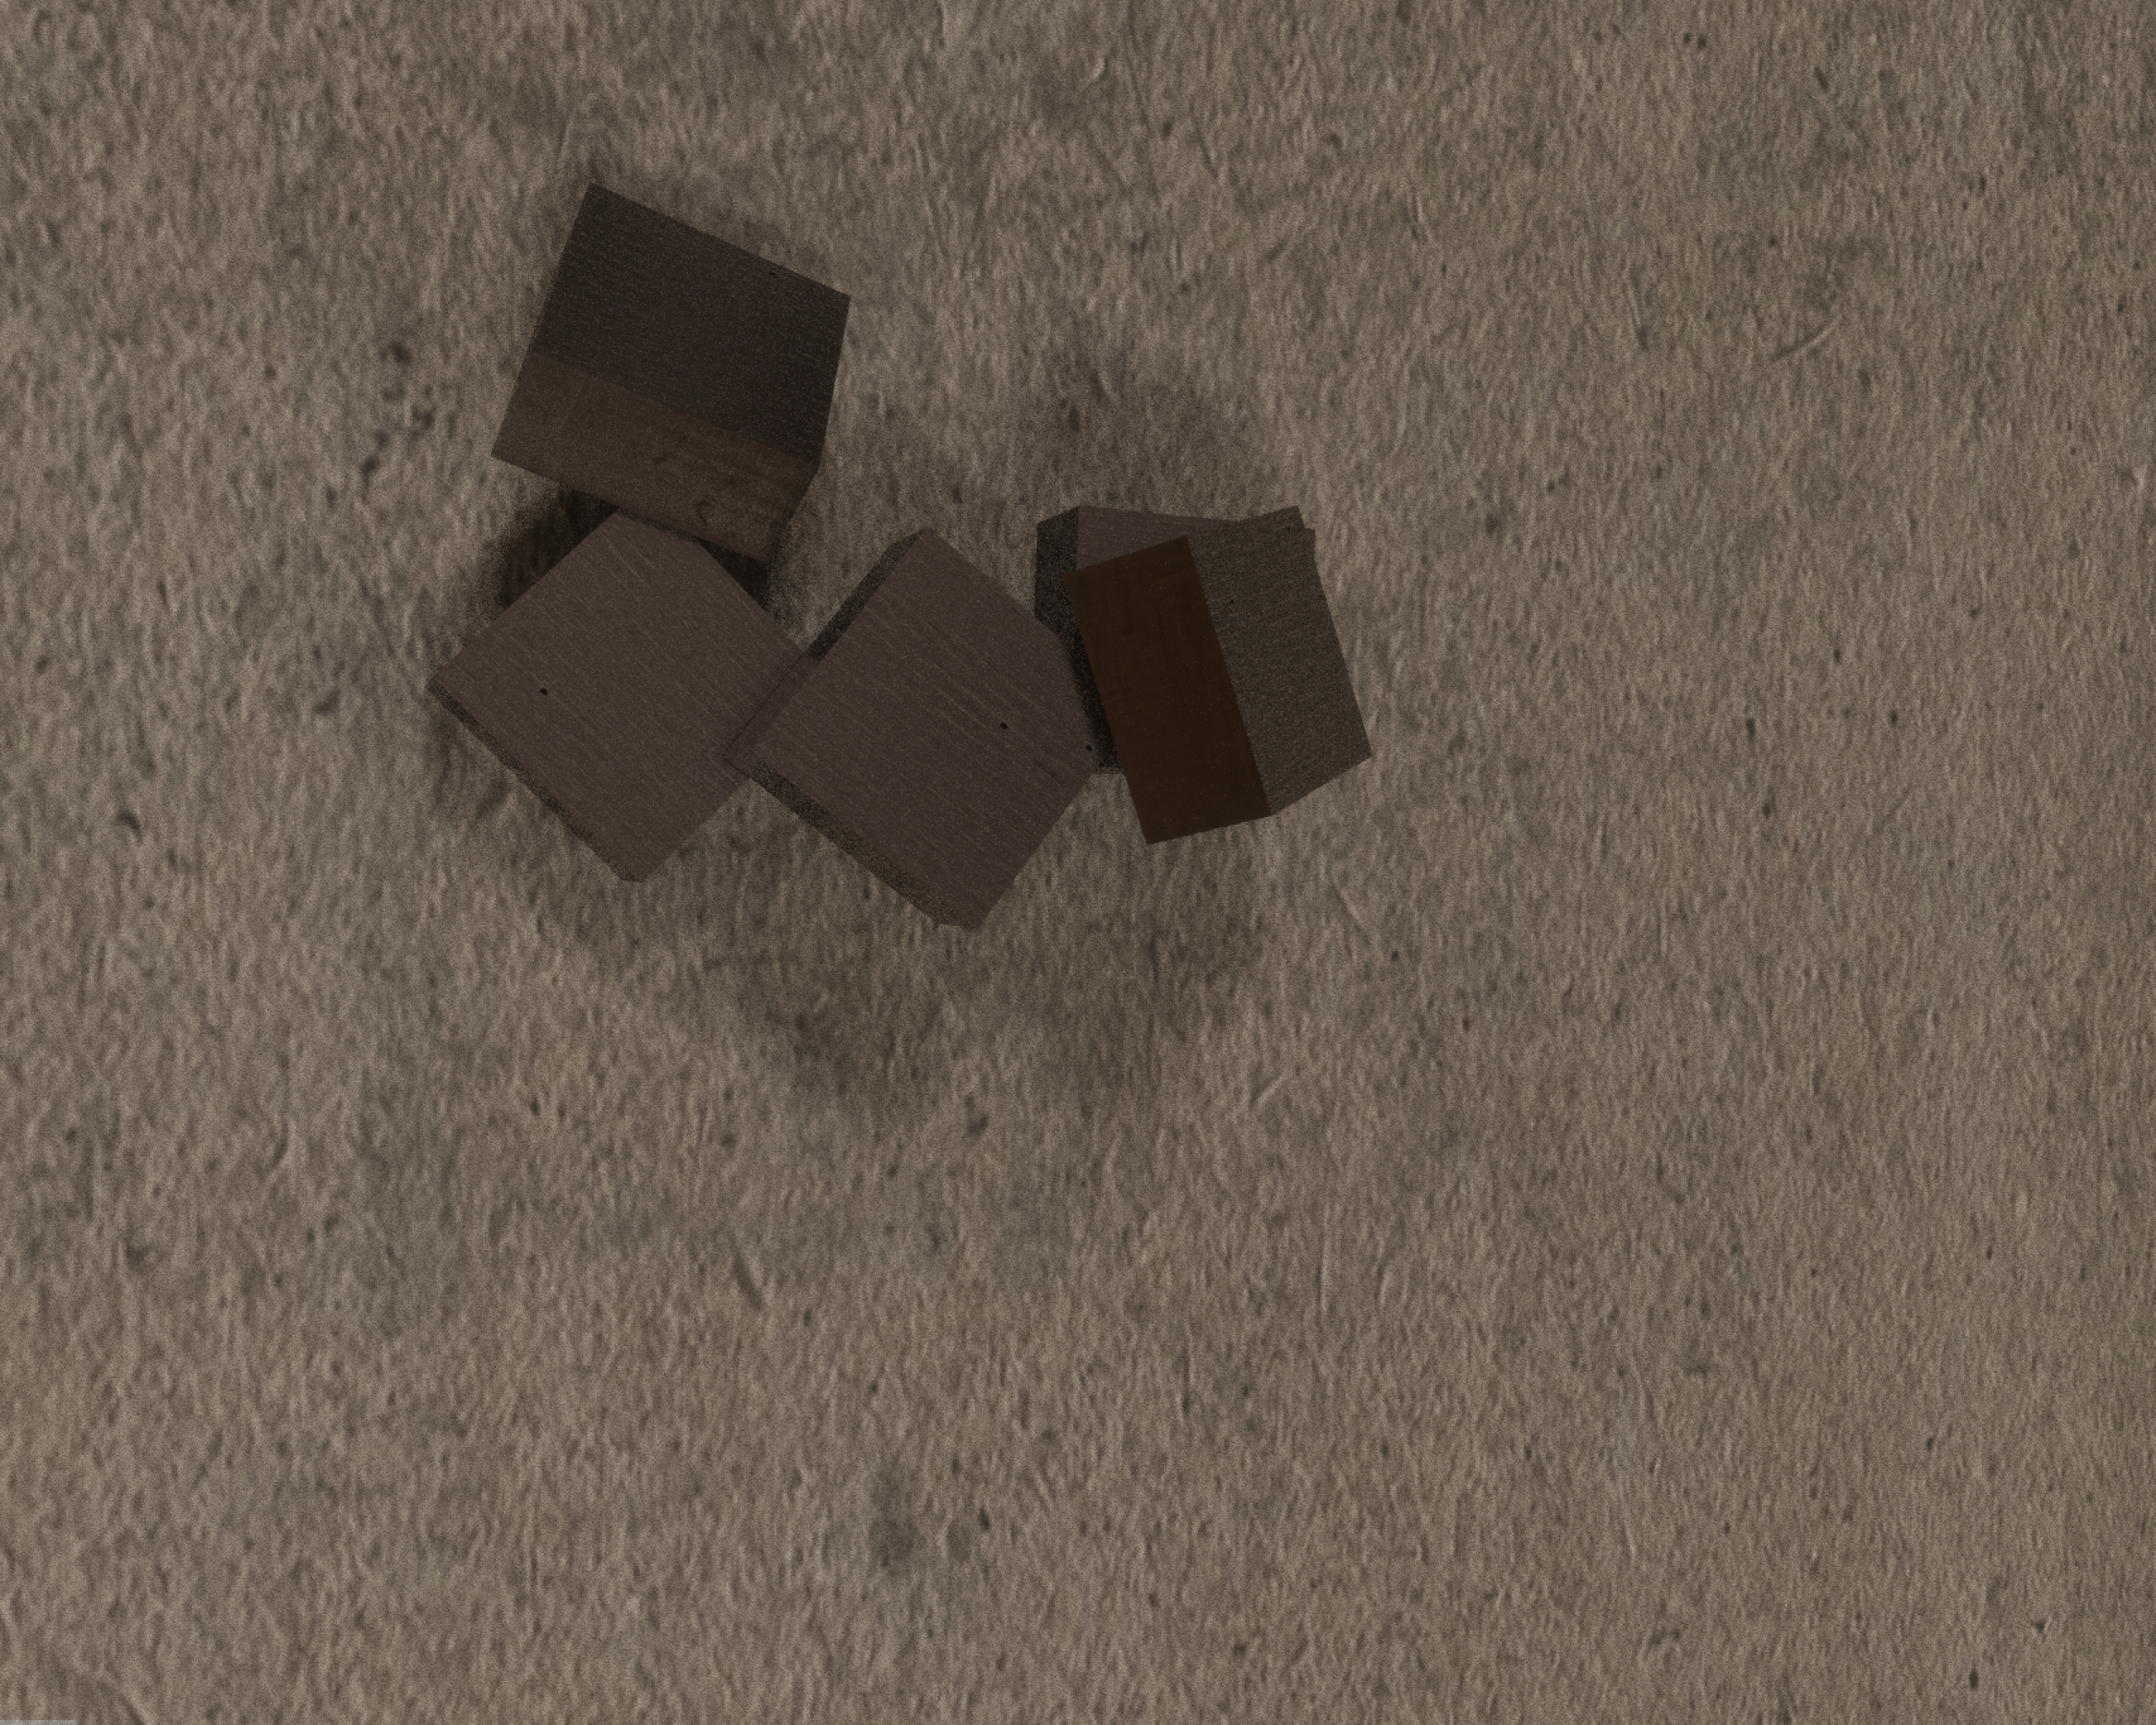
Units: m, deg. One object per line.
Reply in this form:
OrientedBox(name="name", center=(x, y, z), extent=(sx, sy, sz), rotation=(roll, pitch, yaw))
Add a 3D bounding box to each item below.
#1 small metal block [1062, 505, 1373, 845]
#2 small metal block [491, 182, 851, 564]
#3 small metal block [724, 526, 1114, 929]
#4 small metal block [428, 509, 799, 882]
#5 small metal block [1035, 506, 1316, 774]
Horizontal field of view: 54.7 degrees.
OrientedBox(name="small metal block", center=(0.027, -0.035, 0.381), extent=(0.050, 0.025, 0.050), rotation=(-28, 103, -58))
OrientedBox(name="small metal block", center=(-0.071, -0.087, 0.372), extent=(0.050, 0.025, 0.050), rotation=(20, 47, -19))
OrientedBox(name="small metal block", center=(-0.026, -0.023, 0.374), extent=(0.050, 0.025, 0.050), rotation=(40, 77, -16))
OrientedBox(name="small metal block", center=(-0.081, -0.032, 0.380), extent=(0.050, 0.025, 0.050), rotation=(-47, 105, -14))
OrientedBox(name="small metal block", center=(0.019, -0.043, 0.418), extent=(0.050, 0.025, 0.050), rotation=(2, 89, -21))
